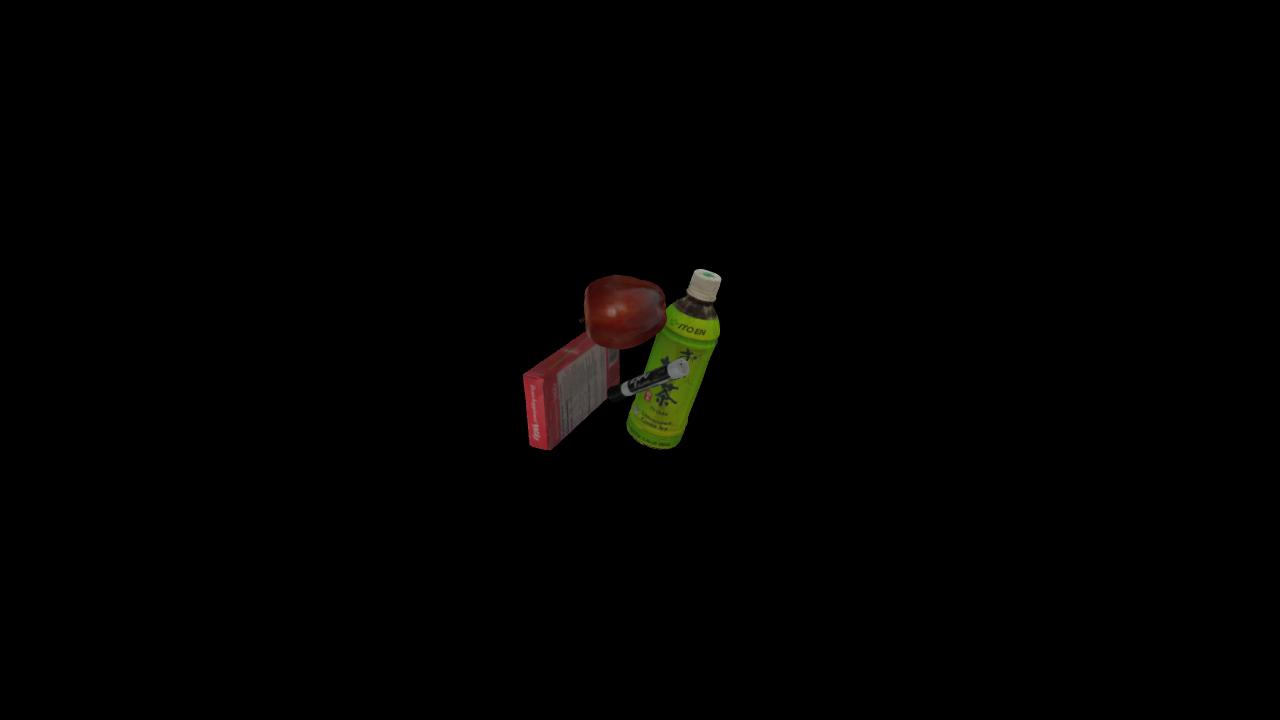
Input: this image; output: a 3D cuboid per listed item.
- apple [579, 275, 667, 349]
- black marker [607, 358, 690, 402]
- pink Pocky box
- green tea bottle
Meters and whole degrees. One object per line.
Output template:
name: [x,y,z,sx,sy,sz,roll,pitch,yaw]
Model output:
apple: [-0.018,-0.050,0.649,0.093,0.079,0.079,-6,0,2]
black marker: [0.005,0.024,0.667,0.020,0.020,0.121,0,-17,-43]
pink Pocky box: [-0.069,0.023,0.665,0.029,0.084,0.155,12,29,23]
green tea bottle: [0.044,0.000,0.693,0.073,0.212,0.073,15,25,-7]
